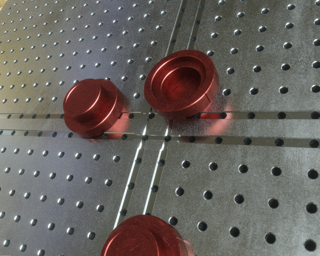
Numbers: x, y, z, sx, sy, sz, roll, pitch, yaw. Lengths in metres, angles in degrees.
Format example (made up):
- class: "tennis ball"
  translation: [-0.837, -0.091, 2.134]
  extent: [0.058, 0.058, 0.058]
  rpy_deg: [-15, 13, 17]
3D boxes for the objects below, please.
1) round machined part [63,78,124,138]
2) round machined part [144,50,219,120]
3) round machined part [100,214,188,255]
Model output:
- class: "round machined part"
  translation: [-0.109, -0.037, 0.479]
  extent: [0.098, 0.042, 0.098]
  rpy_deg: [-13, 56, 21]
- class: "round machined part"
  translation: [0.032, -0.053, 0.414]
  extent: [0.098, 0.042, 0.098]
  rpy_deg: [-13, 56, 21]
- class: "round machined part"
  translation: [-0.023, 0.139, 0.325]
  extent: [0.098, 0.042, 0.098]
  rpy_deg: [-13, 56, 21]
